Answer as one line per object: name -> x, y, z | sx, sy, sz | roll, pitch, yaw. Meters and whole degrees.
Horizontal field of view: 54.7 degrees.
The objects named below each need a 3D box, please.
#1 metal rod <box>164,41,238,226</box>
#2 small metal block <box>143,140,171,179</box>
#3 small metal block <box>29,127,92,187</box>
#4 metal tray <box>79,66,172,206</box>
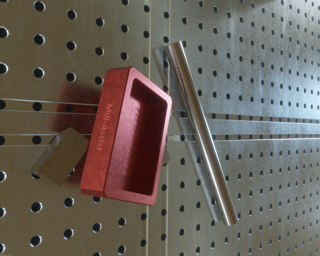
metal rod -> 0.067, 0.018, 0.467 | 0.025, 0.025, 0.298 | -33, 110, -35
small metal block -> -0.019, 0.030, 0.395 | 0.050, 0.025, 0.050 | -32, 110, -36
small metal block -> -0.100, 0.029, 0.308 | 0.025, 0.050, 0.050 | 41, 65, -20
metal tray -> -0.030, 0.012, 0.330 | 0.090, 0.030, 0.130 | 32, 64, -55
